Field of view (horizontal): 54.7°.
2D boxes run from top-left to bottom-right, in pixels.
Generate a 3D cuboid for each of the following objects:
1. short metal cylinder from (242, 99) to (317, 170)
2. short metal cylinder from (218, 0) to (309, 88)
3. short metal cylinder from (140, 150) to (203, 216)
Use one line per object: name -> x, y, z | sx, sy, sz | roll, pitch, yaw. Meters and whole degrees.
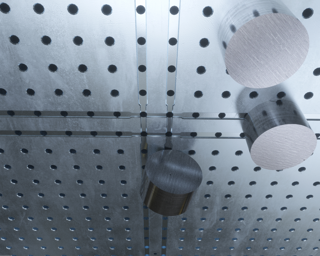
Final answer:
short metal cylinder -> 0.154, 0.010, 0.405 | 0.081, 0.050, 0.079 | 0, 130, 0
short metal cylinder -> 0.104, -0.088, 0.321 | 0.081, 0.050, 0.079 | 0, 130, 0
short metal cylinder -> 0.015, 0.077, 0.441 | 0.081, 0.080, 0.050 | 9, 130, -7
